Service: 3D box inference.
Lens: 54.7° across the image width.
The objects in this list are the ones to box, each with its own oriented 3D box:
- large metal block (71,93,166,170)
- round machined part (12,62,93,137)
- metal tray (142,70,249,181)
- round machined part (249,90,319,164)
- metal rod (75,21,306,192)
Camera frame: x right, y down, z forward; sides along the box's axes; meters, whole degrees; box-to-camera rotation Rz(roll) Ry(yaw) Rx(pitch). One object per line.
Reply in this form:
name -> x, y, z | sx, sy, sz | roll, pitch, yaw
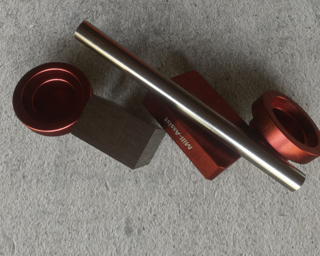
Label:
large metal block -> -0.044, 0.005, 0.370 | 0.080, 0.080, 0.050 | 29, 92, 10
round machined part -> -0.136, -0.035, 0.410 | 0.099, 0.042, 0.098 | 0, 70, -1
metal tray -> 0.052, -0.009, 0.388 | 0.091, 0.030, 0.130 | -27, 70, -40
round machined part -> 0.150, 0.003, 0.383 | 0.099, 0.042, 0.098 | 23, 43, -22
metal rod -> 0.032, -0.026, 0.352 | 0.301, 0.025, 0.025 | 35, 74, 2
